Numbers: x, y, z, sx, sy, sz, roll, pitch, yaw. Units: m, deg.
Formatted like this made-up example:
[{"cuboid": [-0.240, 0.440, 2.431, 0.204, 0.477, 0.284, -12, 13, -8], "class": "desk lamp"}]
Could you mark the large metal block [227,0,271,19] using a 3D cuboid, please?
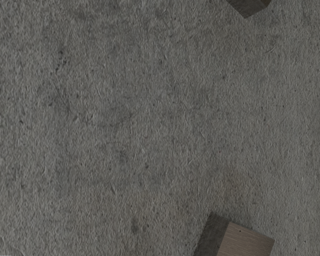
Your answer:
[{"cuboid": [0.129, -0.221, 0.443, 0.080, 0.050, 0.080, 37, 78, -16], "class": "large metal block"}]

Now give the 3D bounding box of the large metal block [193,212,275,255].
[{"cuboid": [0.101, 0.174, 0.433, 0.080, 0.050, 0.080, 26, 81, -18], "class": "large metal block"}]
